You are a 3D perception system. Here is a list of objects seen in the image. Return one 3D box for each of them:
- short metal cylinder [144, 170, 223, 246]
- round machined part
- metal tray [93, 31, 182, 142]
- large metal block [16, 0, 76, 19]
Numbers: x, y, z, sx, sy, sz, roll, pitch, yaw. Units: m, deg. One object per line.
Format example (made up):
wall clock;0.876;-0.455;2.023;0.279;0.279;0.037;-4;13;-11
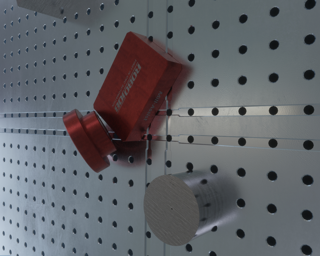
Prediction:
short metal cylinder;0.027;0.093;0.371;0.080;0.050;0.079;0;90;40
round machined part;-0.098;0.013;0.456;0.042;0.098;0.098;-31;66;-6
metal tray;-0.037;-0.056;0.437;0.090;0.030;0.129;45;117;30
large metal block;-0.192;-0.243;0.533;0.080;0.081;0.050;-32;70;35
